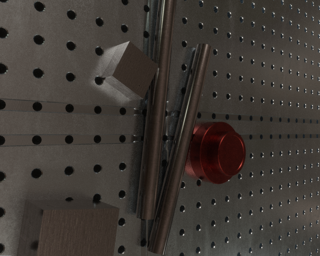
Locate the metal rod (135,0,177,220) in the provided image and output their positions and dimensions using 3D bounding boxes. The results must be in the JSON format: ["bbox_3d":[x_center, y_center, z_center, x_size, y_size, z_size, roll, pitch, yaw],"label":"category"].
[{"bbox_3d":[-0.004,-0.034,0.407,0.025,0.025,0.298,10,84,-40],"label":"metal rod"}]

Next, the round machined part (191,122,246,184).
[{"bbox_3d":[0.097,0.039,0.482,0.099,0.042,0.097,0,90,-40],"label":"round machined part"}]

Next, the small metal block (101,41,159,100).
[{"bbox_3d":[-0.036,-0.069,0.381,0.050,0.025,0.050,35,68,-35],"label":"small metal block"}]

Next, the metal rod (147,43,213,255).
[{"bbox_3d":[0.031,0.021,0.437,0.025,0.025,0.299,24,75,-38],"label":"metal rod"}]

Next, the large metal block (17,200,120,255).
[{"bbox_3d":[-0.094,0.118,0.316,0.081,0.050,0.080,11,83,-40],"label":"large metal block"}]
